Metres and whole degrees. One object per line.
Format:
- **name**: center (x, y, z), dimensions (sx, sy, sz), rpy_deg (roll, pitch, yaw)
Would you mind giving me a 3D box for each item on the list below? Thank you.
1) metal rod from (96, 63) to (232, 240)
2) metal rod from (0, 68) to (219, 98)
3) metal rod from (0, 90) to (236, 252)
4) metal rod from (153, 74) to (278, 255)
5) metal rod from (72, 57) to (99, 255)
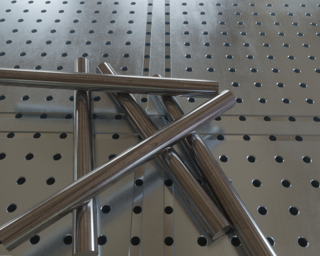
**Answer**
- **metal rod**: center (-0.012, 0.008, 0.400), dimensions (0.025, 0.025, 0.300), rpy_deg (-24, 54, -19)
- **metal rod**: center (-0.072, -0.062, 0.426), dimensions (0.302, 0.025, 0.025), rpy_deg (4, 50, 2)
- **metal rod**: center (-0.027, 0.032, 0.347), dimensions (0.302, 0.025, 0.025), rpy_deg (-31, 57, -24)
- **metal rod**: center (0.051, 0.035, 0.378), dimensions (0.025, 0.025, 0.300), rpy_deg (-18, 52, -15)
- **metal rod**: center (-0.098, 0.011, 0.396), dimensions (0.025, 0.025, 0.300), rpy_deg (-7, 50, -7)
